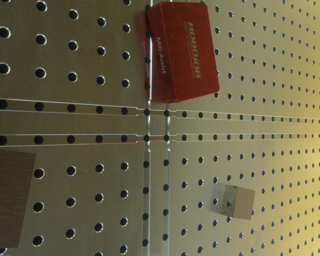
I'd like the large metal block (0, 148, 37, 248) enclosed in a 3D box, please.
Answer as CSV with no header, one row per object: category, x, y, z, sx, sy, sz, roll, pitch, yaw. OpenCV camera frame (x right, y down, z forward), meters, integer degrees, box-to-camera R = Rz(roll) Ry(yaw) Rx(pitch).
large metal block,-0.160,0.054,0.259,0.081,0.050,0.080,14,81,-39

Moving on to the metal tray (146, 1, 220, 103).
metal tray,0.035,-0.106,0.435,0.091,0.030,0.129,-18,101,-39

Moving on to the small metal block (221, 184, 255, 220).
small metal block,0.132,0.125,0.520,0.050,0.025,0.050,20,78,-38
